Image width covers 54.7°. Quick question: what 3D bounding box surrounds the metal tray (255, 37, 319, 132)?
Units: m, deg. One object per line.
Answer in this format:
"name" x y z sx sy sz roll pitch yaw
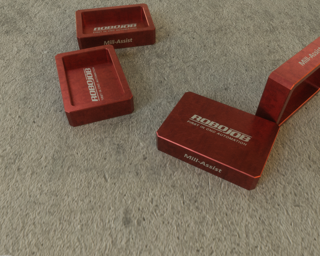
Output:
"metal tray" 0.184 -0.059 0.411 0.131 0.090 0.030 -35 58 -26

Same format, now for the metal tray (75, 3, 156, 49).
"metal tray" -0.080 -0.179 0.549 0.131 0.030 0.090 -9 51 -8

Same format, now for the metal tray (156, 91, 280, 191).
"metal tray" 0.072 0.011 0.391 0.130 0.030 0.090 23 54 18

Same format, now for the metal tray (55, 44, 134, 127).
"metal tray" -0.098 -0.067 0.455 0.091 0.030 0.130 -14 52 -12
